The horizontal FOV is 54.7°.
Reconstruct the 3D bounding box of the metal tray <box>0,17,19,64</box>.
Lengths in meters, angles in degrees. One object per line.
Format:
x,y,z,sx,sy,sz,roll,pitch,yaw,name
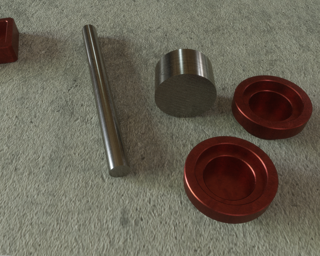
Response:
-0.307,-0.139,0.512,0.131,0.030,0.090,-11,51,-10,metal tray

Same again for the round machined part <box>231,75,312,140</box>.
0.145,-0.023,0.413,0.099,0.042,0.098,0,50,0,round machined part

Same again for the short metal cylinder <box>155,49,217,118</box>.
0.033,-0.059,0.417,0.081,0.080,0.050,0,50,-1,short metal cylinder

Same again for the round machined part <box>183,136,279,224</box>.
0.075,0.060,0.343,0.099,0.042,0.098,0,50,0,round machined part

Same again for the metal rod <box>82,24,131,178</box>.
-0.086,-0.060,0.452,0.025,0.025,0.300,-12,51,-10,metal rod
